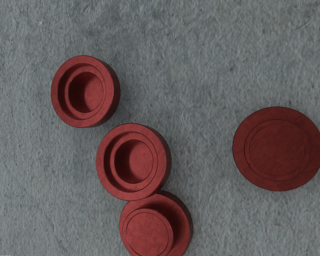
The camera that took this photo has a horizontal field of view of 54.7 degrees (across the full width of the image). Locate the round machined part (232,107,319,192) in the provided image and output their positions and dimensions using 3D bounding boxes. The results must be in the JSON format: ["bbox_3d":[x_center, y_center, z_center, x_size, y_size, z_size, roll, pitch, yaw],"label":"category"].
[{"bbox_3d":[0.133,0.024,0.353,0.098,0.042,0.097,0,90,19],"label":"round machined part"}]

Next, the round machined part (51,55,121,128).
[{"bbox_3d":[-0.099,-0.049,0.433,0.098,0.042,0.097,0,90,19],"label":"round machined part"}]

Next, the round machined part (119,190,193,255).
[{"bbox_3d":[-0.010,0.132,0.402,0.098,0.042,0.097,0,90,19],"label":"round machined part"}]

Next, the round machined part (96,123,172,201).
[{"bbox_3d":[-0.031,0.044,0.406,0.098,0.042,0.097,-2,84,21],"label":"round machined part"}]
